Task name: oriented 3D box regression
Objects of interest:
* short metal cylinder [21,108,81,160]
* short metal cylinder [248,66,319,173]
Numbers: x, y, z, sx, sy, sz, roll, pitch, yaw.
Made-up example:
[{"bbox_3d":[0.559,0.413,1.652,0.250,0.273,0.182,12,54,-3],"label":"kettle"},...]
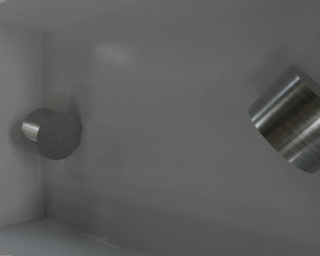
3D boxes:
[{"bbox_3d":[-0.181,0.009,0.517,0.050,0.081,0.079,14,99,39],"label":"short metal cylinder"},{"bbox_3d":[0.125,-0.008,0.268,0.050,0.081,0.080,-49,61,28],"label":"short metal cylinder"}]
